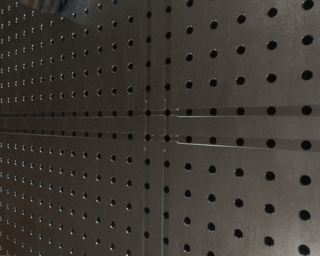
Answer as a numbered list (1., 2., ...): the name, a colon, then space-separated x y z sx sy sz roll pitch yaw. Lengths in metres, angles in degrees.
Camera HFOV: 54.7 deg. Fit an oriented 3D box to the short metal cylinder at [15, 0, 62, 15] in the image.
1. short metal cylinder: -0.214 -0.241 0.547 0.080 0.081 0.050 39 114 33
